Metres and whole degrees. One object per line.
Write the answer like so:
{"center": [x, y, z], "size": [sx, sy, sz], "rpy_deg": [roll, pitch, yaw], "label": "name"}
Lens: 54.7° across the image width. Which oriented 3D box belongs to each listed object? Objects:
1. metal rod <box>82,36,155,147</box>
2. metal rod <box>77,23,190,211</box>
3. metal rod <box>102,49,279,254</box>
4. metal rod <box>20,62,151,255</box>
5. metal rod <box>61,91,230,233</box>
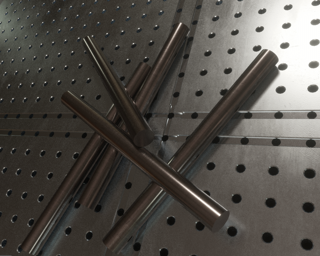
{"center": [-0.075, -0.073, 0.462], "size": [0.025, 0.025, 0.300], "rpy_deg": [-37, 43, 3], "label": "metal rod"}
{"center": [-0.030, -0.028, 0.439], "size": [0.025, 0.025, 0.300], "rpy_deg": [15, 69, 34], "label": "metal rod"}
{"center": [0.041, 0.022, 0.371], "size": [0.300, 0.025, 0.025], "rpy_deg": [-49, 52, -7], "label": "metal rod"}
{"center": [-0.094, 0.032, 0.436], "size": [0.025, 0.025, 0.300], "rpy_deg": [20, 72, 35], "label": "metal rod"}
{"center": [-0.041, 0.021, 0.381], "size": [0.300, 0.025, 0.025], "rpy_deg": [34, 81, 38], "label": "metal rod"}
